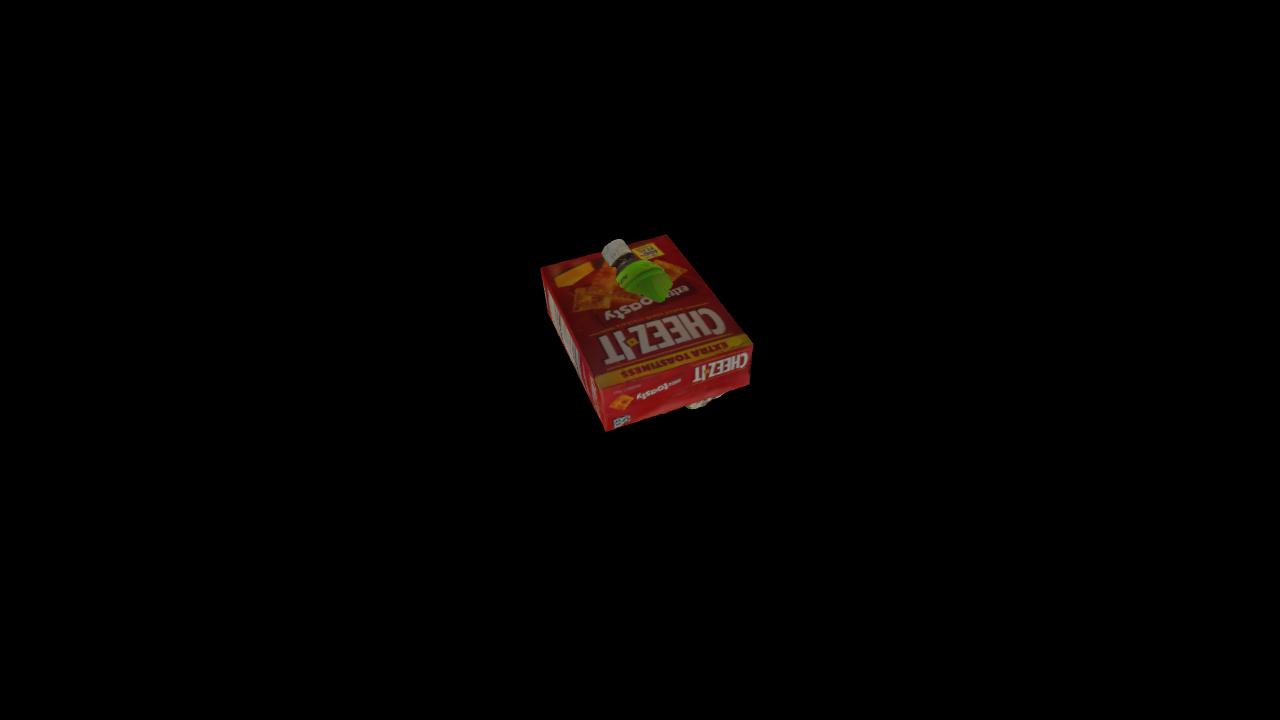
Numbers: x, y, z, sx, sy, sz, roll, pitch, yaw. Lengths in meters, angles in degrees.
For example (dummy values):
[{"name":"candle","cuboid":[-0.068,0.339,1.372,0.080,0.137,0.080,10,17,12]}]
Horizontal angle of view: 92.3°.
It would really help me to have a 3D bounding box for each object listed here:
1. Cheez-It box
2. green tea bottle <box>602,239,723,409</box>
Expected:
[{"name":"Cheez-It box","cuboid":[-0.001,-0.040,0.679,0.166,0.071,0.223,-17,46,-13]},{"name":"green tea bottle","cuboid":[0.023,-0.047,0.684,0.073,0.212,0.073,-31,-19,-12]}]
